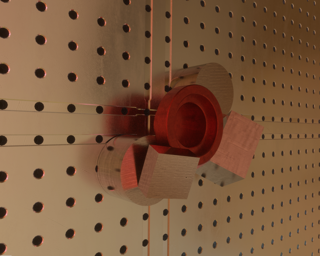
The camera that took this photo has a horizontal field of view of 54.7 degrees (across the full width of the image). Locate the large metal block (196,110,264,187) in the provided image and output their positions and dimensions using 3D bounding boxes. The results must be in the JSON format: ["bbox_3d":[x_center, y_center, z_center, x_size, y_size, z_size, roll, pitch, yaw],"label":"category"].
[{"bbox_3d":[0.096,0.032,0.445,0.050,0.080,0.080,28,69,-1],"label":"large metal block"}]

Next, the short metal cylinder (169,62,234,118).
[{"bbox_3d":[0.060,-0.050,0.443,0.081,0.050,0.079,0,90,-40],"label":"short metal cylinder"}]

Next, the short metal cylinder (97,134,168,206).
[{"bbox_3d":[-0.027,0.048,0.370,0.081,0.050,0.079,0,90,-40],"label":"short metal cylinder"}]

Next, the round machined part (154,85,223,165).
[{"bbox_3d":[0.031,-0.003,0.386,0.099,0.042,0.097,0,90,-40],"label":"round machined part"}]

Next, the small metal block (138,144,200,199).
[{"bbox_3d":[0.009,0.048,0.335,0.050,0.025,0.050,9,104,-28],"label":"small metal block"}]
